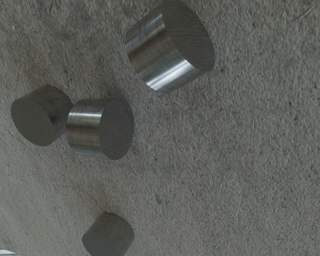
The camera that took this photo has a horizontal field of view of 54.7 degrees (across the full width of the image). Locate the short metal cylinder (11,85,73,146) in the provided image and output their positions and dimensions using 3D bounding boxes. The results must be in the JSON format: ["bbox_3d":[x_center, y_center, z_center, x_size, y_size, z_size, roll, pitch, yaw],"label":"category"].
[{"bbox_3d":[-0.176,-0.019,0.472,0.080,0.050,0.079,13,124,21],"label":"short metal cylinder"}]

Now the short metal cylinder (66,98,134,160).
[{"bbox_3d":[-0.077,0.000,0.412,0.050,0.080,0.079,4,120,26],"label":"short metal cylinder"}]

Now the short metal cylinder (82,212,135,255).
[{"bbox_3d":[-0.093,0.202,0.565,0.080,0.050,0.079,13,124,21],"label":"short metal cylinder"}]

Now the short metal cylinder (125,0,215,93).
[{"bbox_3d":[0.012,-0.082,0.314,0.050,0.080,0.080,-26,104,37],"label":"short metal cylinder"}]
